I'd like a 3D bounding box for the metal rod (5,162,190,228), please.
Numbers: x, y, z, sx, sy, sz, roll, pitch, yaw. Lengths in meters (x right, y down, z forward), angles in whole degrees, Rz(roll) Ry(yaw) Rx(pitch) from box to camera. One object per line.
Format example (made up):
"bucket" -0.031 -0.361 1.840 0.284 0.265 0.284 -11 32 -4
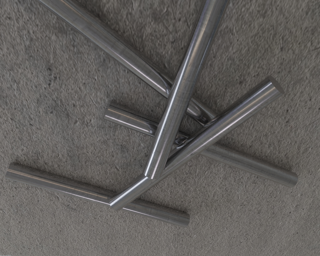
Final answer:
"metal rod" -0.089 0.113 0.501 0.302 0.025 0.025 20 127 -17

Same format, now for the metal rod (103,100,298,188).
"metal rod" 0.068 0.029 0.431 0.302 0.025 0.025 21 127 -17

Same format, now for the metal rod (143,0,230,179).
"metal rod" 0.032 -0.063 0.327 0.025 0.025 0.298 13 121 -11

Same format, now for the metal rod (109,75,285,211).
"metal rod" 0.026 0.036 0.404 0.025 0.025 0.299 32 127 -24

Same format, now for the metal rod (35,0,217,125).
"metal rod" -0.035 -0.079 0.339 0.301 0.025 0.025 35 122 -26
